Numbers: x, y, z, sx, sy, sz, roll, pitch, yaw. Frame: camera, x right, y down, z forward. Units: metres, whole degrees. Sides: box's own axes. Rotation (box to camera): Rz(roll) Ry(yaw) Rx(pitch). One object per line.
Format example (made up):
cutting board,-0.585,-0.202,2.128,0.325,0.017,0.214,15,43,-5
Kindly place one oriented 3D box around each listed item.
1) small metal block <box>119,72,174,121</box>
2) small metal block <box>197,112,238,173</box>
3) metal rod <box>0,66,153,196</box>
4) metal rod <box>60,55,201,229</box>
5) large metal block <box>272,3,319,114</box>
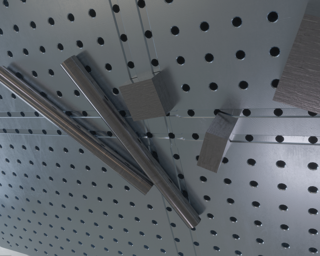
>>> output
small metal block,-0.017,-0.039,0.396,0.050,0.025,0.050,-9,114,32
small metal block,0.069,0.017,0.369,0.025,0.050,0.050,21,126,16
metal rod,-0.135,0.003,0.483,0.300,0.025,0.025,37,129,2
metal rod,-0.036,0.026,0.446,0.025,0.025,0.299,-29,103,37
large metal block,0.157,-0.057,0.277,0.080,0.050,0.079,20,126,16
